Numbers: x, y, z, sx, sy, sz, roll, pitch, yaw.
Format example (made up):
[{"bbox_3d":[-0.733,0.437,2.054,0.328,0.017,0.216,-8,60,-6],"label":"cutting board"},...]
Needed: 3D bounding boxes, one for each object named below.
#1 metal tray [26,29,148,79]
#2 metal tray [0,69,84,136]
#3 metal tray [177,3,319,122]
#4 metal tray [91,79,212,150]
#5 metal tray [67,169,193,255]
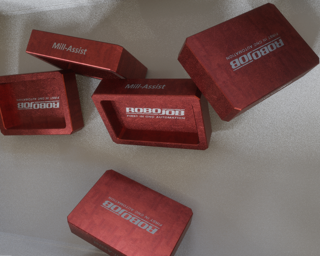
[{"bbox_3d":[-0.093,-0.088,0.405,0.130,0.090,0.030,15,88,19],"label":"metal tray"},{"bbox_3d":[-0.183,-0.036,0.458,0.130,0.030,0.089,-1,105,19],"label":"metal tray"},{"bbox_3d":[0.096,-0.075,0.333,0.131,0.030,0.090,-29,78,-23],"label":"metal tray"},{"bbox_3d":[-0.007,-0.016,0.380,0.130,0.090,0.030,3,48,19],"label":"metal tray"},{"bbox_3d":[-0.036,0.116,0.389,0.130,0.090,0.030,23,139,18],"label":"metal tray"}]
